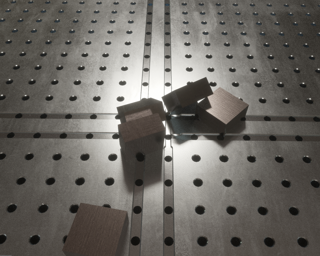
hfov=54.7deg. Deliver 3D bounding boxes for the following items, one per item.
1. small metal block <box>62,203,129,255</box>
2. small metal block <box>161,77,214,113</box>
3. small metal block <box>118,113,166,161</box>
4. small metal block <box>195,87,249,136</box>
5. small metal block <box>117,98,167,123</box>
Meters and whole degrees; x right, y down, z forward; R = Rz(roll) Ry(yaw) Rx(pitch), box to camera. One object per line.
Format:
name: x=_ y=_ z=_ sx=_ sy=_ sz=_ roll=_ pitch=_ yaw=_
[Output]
small metal block: x=-0.063 y=0.109 z=0.316 sx=0.050 sy=0.025 sz=0.050 roll=9 pitch=50 yaw=7
small metal block: x=0.037 y=-0.045 z=0.426 sx=0.050 sy=0.050 sz=0.025 roll=-25 pitch=94 yaw=-20
small metal block: x=-0.022 y=0.012 z=0.379 sx=0.050 sy=0.050 sz=0.025 roll=-17 pitch=62 yaw=-14
small metal block: x=0.085 y=-0.024 z=0.429 sx=0.050 sy=0.025 sz=0.050 roll=-37 pitch=59 yaw=-27
small metal block: x=-0.025 y=-0.019 z=0.407 sx=0.050 sy=0.025 sz=0.050 roll=-17 pitch=16 yaw=-15
